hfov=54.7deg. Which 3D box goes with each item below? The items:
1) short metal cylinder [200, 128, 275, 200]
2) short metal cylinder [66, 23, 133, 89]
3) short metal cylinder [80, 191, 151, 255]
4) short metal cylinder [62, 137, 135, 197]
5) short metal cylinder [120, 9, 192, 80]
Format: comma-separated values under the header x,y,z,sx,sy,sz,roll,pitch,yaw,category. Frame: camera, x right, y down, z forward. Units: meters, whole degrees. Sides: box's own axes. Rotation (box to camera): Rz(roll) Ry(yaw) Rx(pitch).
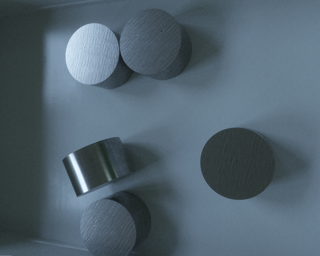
x,y,z,sx,sy,sz,roll,pitch,yaw,category
0.093,0.039,0.364,0.080,0.050,0.080,0,90,20,short metal cylinder
-0.080,-0.096,0.426,0.080,0.050,0.080,0,90,20,short metal cylinder
-0.059,0.130,0.418,0.080,0.050,0.080,0,90,20,short metal cylinder
-0.080,0.051,0.410,0.080,0.080,0.050,-27,81,18,short metal cylinder
-0.004,-0.105,0.399,0.080,0.050,0.080,0,90,20,short metal cylinder
